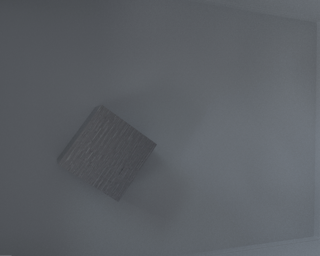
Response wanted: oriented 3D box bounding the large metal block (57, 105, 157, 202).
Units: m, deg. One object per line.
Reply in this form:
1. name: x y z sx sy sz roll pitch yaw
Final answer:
1. large metal block: -0.065 0.029 0.373 0.080 0.050 0.080 37 78 -16
